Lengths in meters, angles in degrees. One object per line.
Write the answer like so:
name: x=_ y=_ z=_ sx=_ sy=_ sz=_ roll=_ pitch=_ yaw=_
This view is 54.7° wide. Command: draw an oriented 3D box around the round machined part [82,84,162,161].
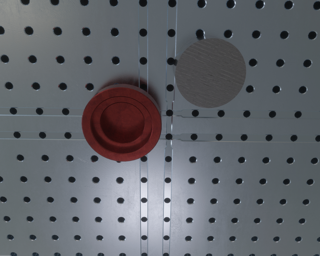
round machined part: x=-0.047 y=-0.009 z=0.400 sx=0.099 sy=0.042 sz=0.097 roll=0 pitch=110 yaw=0

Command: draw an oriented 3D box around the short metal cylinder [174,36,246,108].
short metal cylinder: x=0.058 y=-0.069 z=0.375 sx=0.081 sy=0.050 sz=0.079 roll=0 pitch=110 yaw=0
